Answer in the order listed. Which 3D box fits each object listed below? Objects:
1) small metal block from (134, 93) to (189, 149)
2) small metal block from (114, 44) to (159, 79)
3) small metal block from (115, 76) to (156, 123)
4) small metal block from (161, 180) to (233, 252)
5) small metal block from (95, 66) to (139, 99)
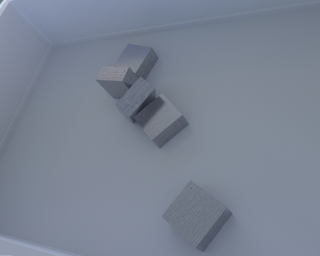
[{"bbox_3d":[0.001,-0.010,0.410,0.050,0.025,0.050,-40,51,0],"label":"small metal block"},{"bbox_3d":[-0.039,-0.102,0.487,0.050,0.025,0.050,20,72,35],"label":"small metal block"},{"bbox_3d":[-0.032,-0.037,0.424,0.025,0.050,0.050,40,83,6],"label":"small metal block"},{"bbox_3d":[0.039,0.092,0.328,0.050,0.025,0.050,34,80,38],"label":"small metal block"},{"bbox_3d":[-0.058,-0.066,0.459,0.050,0.050,0.025,8,66,32],"label":"small metal block"}]
